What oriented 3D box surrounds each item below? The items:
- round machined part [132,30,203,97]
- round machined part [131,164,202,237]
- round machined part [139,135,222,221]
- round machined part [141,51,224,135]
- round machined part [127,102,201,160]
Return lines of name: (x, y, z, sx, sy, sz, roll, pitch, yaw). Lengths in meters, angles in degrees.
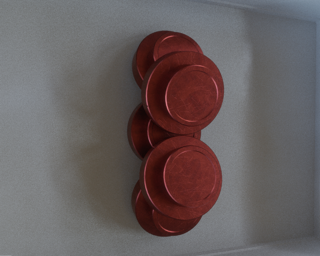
round machined part: (0.017, -0.082, 0.394, 0.099, 0.042, 0.098, 6, 72, -19)
round machined part: (0.017, 0.095, 0.392, 0.099, 0.042, 0.097, -6, 107, -18)
round machined part: (0.029, 0.056, 0.356, 0.099, 0.042, 0.098, 4, 77, -19)
round machined part: (0.031, -0.039, 0.357, 0.099, 0.042, 0.097, -5, 104, -19)
round machined part: (0.010, 0.004, 0.404, 0.099, 0.042, 0.097, 0, 89, -20)
